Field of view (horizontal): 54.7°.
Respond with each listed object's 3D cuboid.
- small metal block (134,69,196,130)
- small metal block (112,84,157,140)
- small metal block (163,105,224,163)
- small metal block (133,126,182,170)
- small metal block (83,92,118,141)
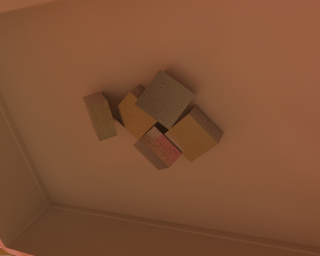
[{"bbox_3d":[0.007,-0.033,0.367,0.050,0.025,0.050,37,94,3],"label":"small metal block"},{"bbox_3d":[-0.028,-0.020,0.407,0.050,0.025,0.050,44,129,-3],"label":"small metal block"},{"bbox_3d":[0.042,0.008,0.388,0.050,0.025,0.050,46,129,-4],"label":"small metal block"},{"bbox_3d":[-0.005,0.028,0.410,0.050,0.025,0.050,45,160,-3],"label":"small metal block"},{"bbox_3d":[-0.081,-0.017,0.420,0.050,0.025,0.050,-137,30,-61],"label":"small metal block"}]
